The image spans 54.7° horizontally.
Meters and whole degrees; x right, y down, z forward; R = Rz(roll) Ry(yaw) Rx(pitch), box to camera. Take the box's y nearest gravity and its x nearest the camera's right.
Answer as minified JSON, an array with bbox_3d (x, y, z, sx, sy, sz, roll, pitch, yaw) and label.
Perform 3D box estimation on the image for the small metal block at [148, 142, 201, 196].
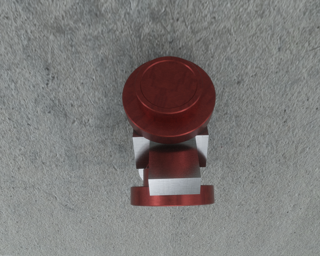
[{"bbox_3d":[0.014,0.042,0.322,0.050,0.050,0.025,-2,130,1],"label":"small metal block"}]

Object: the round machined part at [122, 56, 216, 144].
[{"bbox_3d":[0.009,-0.036,0.325,0.099,0.098,0.042,-2,155,1],"label":"round machined part"}]

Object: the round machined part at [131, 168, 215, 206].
[{"bbox_3d":[0.014,0.069,0.370,0.099,0.042,0.098,-1,169,0],"label":"round machined part"}]

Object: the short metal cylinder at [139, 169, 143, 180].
[{"bbox_3d":[0.012,0.041,0.428,0.081,0.050,0.079,0,130,0],"label":"short metal cylinder"}]

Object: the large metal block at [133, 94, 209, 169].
[{"bbox_3d":[0.012,0.002,0.373,0.081,0.080,0.050,-2,130,1],"label":"large metal block"}]
